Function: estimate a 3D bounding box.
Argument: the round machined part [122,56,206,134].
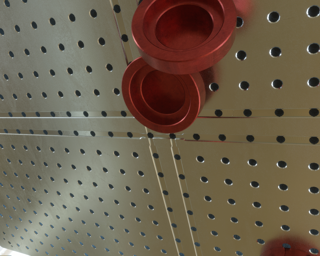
[{"bbox_3d":[0.007,-0.046,0.369,0.098,0.042,0.097,13,124,21],"label":"round machined part"}]

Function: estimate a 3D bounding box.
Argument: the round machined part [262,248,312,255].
[{"bbox_3d":[0.187,0.221,0.438,0.098,0.042,0.097,13,124,21],"label":"round machined part"}]

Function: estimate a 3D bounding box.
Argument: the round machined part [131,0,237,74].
[{"bbox_3d":[0.025,-0.094,0.306,0.098,0.098,0.042,17,161,18],"label":"round machined part"}]
